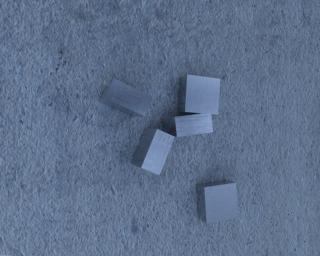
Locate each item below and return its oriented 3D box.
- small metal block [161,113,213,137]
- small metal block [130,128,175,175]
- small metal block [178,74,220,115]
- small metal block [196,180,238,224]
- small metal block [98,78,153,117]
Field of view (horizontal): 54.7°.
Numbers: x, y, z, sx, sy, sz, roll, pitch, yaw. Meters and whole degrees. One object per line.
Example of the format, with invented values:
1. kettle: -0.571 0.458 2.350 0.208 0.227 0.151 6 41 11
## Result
1. small metal block: 0.034 -0.004 0.408 0.050 0.050 0.025 -7 93 -20
2. small metal block: -0.010 0.029 0.392 0.025 0.050 0.050 25 82 -19
3. small metal block: 0.054 -0.045 0.429 0.050 0.025 0.050 4 89 -20
4. small metal block: 0.081 0.103 0.439 0.050 0.025 0.050 -4 92 -20
5. small metal block: -0.044 -0.035 0.379 0.050 0.050 0.025 24 82 -19
